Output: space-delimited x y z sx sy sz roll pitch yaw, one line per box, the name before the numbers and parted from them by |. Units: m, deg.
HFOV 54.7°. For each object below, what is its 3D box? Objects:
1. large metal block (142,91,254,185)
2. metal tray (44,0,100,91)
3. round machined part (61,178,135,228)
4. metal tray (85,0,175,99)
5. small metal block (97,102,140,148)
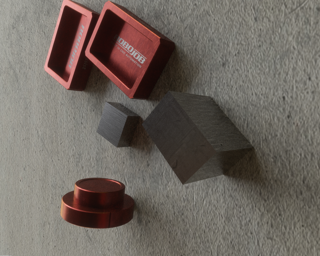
large metal block | 0.041 0.009 0.335 0.050 0.081 0.080 -50 61 28
metal tray | -0.145 -0.138 0.520 0.090 0.030 0.129 37 112 33
round machined part | -0.084 0.098 0.427 0.098 0.099 0.042 11 97 39
metal tray | -0.048 -0.111 0.441 0.130 0.030 0.089 44 116 31
small metal block | -0.062 -0.005 0.456 0.050 0.025 0.050 32 110 35
